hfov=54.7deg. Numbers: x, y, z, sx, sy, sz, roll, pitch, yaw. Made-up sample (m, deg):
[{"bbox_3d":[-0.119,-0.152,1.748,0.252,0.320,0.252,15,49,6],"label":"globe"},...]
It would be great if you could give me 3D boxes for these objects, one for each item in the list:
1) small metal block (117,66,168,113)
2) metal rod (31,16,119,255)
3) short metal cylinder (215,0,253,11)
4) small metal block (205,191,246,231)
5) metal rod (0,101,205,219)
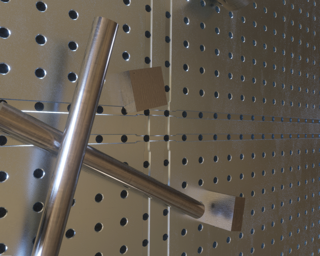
[{"bbox_3d":[-0.021,-0.049,0.391,0.050,0.025,0.050,-17,101,-39],"label":"small metal block"},{"bbox_3d":[-0.090,0.040,0.303,0.025,0.025,0.298,15,90,-39],"label":"metal rod"},{"bbox_3d":[0.109,-0.226,0.464,0.050,0.080,0.080,18,79,-39],"label":"short metal cylinder"},{"bbox_3d":[0.100,0.127,0.477,0.025,0.050,0.050,16,80,-39],"label":"small metal block"},{"bbox_3d":[-0.047,0.054,0.369,0.301,0.025,0.025,33,70,-35],"label":"metal rod"}]
